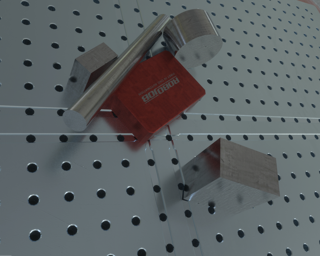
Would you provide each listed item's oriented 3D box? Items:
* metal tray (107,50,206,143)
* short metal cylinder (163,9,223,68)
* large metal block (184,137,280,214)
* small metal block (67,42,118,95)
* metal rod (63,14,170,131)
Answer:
[{"bbox_3d":[-0.006,-0.049,0.433,0.090,0.030,0.131,48,51,5],"label":"metal tray"},{"bbox_3d":[0.051,-0.138,0.487,0.081,0.080,0.050,-7,66,-32],"label":"short metal cylinder"},{"bbox_3d":[0.086,0.063,0.383,0.080,0.080,0.050,20,54,-17],"label":"large metal block"},{"bbox_3d":[-0.086,-0.074,0.392,0.025,0.050,0.050,43,51,1],"label":"small metal block"},{"bbox_3d":[-0.038,-0.094,0.409,0.025,0.025,0.301,34,40,-6],"label":"metal rod"}]
